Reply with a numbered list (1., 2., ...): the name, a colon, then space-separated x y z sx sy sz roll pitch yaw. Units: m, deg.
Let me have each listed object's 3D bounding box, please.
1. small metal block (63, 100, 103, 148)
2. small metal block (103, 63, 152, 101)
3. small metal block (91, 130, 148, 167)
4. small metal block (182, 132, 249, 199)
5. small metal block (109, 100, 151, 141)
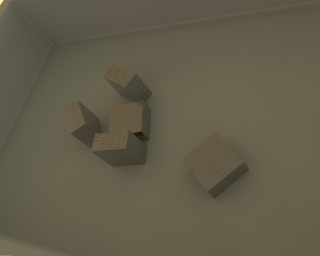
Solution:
1. small metal block: -0.108 -0.005 0.447 0.025 0.050 0.050 -34 52 6
2. small metal block: -0.047 -0.062 0.451 0.050 0.050 0.025 29 78 37
3. small metal block: -0.051 0.027 0.398 0.050 0.050 0.025 -7 59 24
4. small metal block: 0.062 0.041 0.347 0.050 0.025 0.050 -40 51 1
5. small metal block: -0.041 -0.006 0.430 0.050 0.025 0.050 -12 57 21
